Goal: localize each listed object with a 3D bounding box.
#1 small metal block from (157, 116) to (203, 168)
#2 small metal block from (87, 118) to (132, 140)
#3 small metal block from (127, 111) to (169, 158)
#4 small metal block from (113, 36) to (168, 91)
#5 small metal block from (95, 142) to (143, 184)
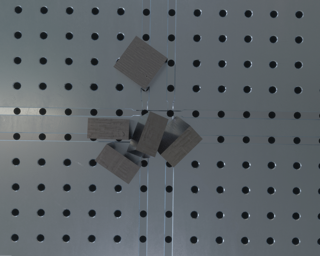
[{"bbox_3d":[0.020,0.016,0.398,0.050,0.050,0.025,-44,113,0],"label":"small metal block"},{"bbox_3d":[-0.062,0.001,0.400,0.050,0.050,0.025,2,90,0],"label":"small metal block"},{"bbox_3d":[-0.017,0.010,0.393,0.025,0.050,0.050,23,77,-15],"label":"small metal block"},{"bbox_3d":[-0.025,-0.085,0.413,0.050,0.025,0.050,36,90,0],"label":"small metal block"},{"bbox_3d":[-0.051,0.044,0.401,0.050,0.050,0.025,35,90,0],"label":"small metal block"}]
